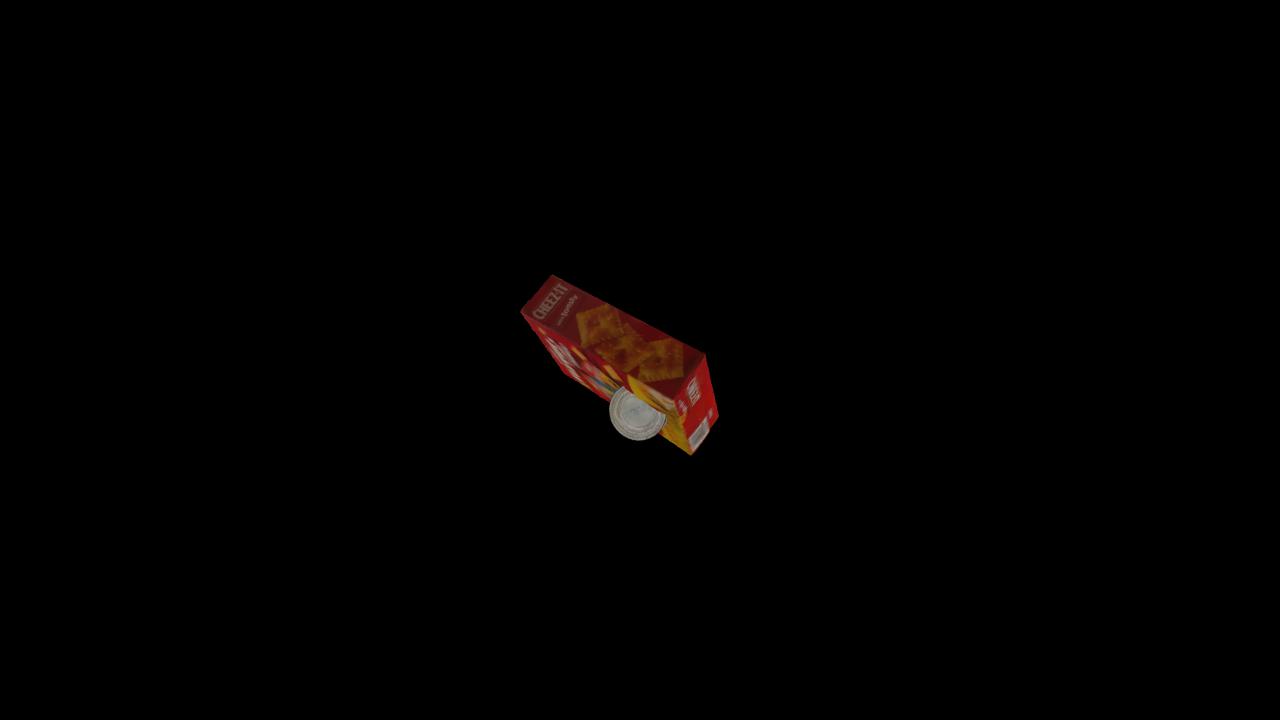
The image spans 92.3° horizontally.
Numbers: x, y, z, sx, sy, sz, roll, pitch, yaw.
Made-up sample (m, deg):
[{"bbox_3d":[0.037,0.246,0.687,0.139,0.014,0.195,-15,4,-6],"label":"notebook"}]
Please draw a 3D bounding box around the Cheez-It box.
[{"bbox_3d":[-0.019,0.007,0.737,0.223,0.071,0.166,29,-18,25],"label":"Cheez-It box"}]

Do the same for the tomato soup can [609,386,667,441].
[{"bbox_3d":[0.008,0.054,0.720,0.068,0.068,0.101,0,4,12],"label":"tomato soup can"}]
